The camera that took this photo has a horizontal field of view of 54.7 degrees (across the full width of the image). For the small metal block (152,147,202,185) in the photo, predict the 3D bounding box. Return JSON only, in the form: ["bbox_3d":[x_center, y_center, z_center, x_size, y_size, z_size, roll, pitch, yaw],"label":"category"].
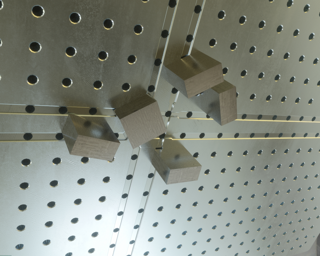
[{"bbox_3d":[0.023,0.053,0.442,0.050,0.050,0.025,-2,120,-28],"label":"small metal block"}]

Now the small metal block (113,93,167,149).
[{"bbox_3d":[-0.024,-0.009,0.394,0.050,0.025,0.050,-28,128,-11],"label":"small metal block"}]

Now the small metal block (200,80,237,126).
[{"bbox_3d":[0.077,-0.039,0.415,0.025,0.050,0.050,-23,127,-15],"label":"small metal block"}]

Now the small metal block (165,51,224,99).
[{"bbox_3d":[0.041,-0.066,0.378,0.050,0.050,0.025,-27,128,-12],"label":"small metal block"}]

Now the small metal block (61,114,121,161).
[{"bbox_3d":[-0.081,0.011,0.359,0.050,0.050,0.025,15,111,-35],"label":"small metal block"}]
